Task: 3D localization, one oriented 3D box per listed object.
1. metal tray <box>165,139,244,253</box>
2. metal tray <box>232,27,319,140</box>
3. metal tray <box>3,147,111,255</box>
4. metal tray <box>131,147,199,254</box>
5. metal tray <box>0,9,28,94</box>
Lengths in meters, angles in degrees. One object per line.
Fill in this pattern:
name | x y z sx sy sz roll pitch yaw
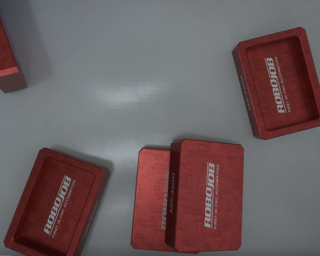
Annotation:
metal tray | 0.057 0.082 0.385 0.091 0.030 0.129 7 81 -21
metal tray | 0.157 -0.057 0.409 0.090 0.030 0.129 -14 90 0
metal tray | -0.129 0.100 0.395 0.090 0.030 0.129 19 84 8
metal tray | 0.013 0.093 0.409 0.091 0.030 0.129 5 90 0
metal tray | -0.201 -0.114 0.374 0.030 0.090 0.129 -20 90 -18
